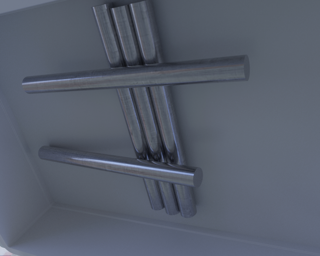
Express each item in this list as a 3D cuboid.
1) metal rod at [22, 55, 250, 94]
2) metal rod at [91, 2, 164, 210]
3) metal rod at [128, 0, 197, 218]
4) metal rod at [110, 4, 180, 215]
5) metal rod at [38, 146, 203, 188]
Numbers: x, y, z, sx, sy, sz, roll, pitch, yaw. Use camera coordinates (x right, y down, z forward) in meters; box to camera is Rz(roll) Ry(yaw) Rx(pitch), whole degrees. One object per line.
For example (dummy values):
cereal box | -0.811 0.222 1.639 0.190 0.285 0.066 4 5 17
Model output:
metal rod | -0.050 -0.059 0.365 0.300 0.025 0.025 1 119 28
metal rod | -0.034 -0.011 0.419 0.025 0.025 0.298 0 119 28
metal rod | 0.010 -0.006 0.397 0.025 0.025 0.298 1 119 28
metal rod | -0.011 -0.006 0.410 0.025 0.025 0.298 1 119 28
metal rod | -0.078 0.051 0.457 0.300 0.025 0.025 4 121 34
